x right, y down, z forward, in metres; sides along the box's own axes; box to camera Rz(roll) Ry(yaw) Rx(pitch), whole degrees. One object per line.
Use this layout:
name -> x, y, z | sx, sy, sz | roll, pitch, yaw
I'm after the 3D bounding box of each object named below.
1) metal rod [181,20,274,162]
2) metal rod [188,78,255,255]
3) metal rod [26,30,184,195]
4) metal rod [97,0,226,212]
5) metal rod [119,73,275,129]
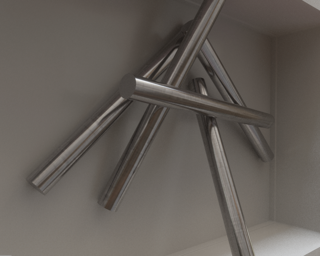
metal rod -> 0.118, -0.040, 0.487 | 0.300, 0.025, 0.025 | 49, 61, -35
metal rod -> 0.080, 0.066, 0.390 | 0.025, 0.025, 0.299 | 12, 57, -39
metal rod -> -0.036, -0.043, 0.375 | 0.301, 0.025, 0.025 | -50, 120, -28
metal rod -> 0.008, -0.042, 0.371 | 0.025, 0.025, 0.299 | 32, 83, -36
metal rod -> 0.073, -0.026, 0.404 | 0.302, 0.025, 0.025 | 8, 85, -46
